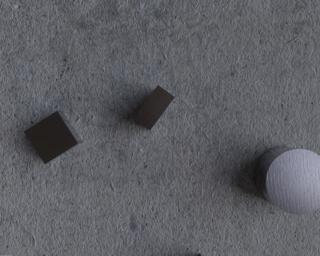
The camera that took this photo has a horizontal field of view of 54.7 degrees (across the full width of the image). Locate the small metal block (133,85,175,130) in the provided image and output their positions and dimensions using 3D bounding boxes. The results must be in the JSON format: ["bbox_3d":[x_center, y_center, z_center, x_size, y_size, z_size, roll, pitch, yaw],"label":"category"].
[{"bbox_3d":[-0.007,-0.025,0.397,0.025,0.050,0.050,36,90,0],"label":"small metal block"}]

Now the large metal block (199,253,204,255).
[{"bbox_3d":[0.070,0.226,0.398,0.080,0.050,0.080,30,90,0],"label":"large metal block"}]

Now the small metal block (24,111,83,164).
[{"bbox_3d":[-0.140,0.012,0.409,0.050,0.025,0.050,-32,90,0],"label":"small metal block"}]

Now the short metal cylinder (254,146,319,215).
[{"bbox_3d":[0.168,0.065,0.399,0.081,0.050,0.080,0,90,0],"label":"short metal cylinder"}]
